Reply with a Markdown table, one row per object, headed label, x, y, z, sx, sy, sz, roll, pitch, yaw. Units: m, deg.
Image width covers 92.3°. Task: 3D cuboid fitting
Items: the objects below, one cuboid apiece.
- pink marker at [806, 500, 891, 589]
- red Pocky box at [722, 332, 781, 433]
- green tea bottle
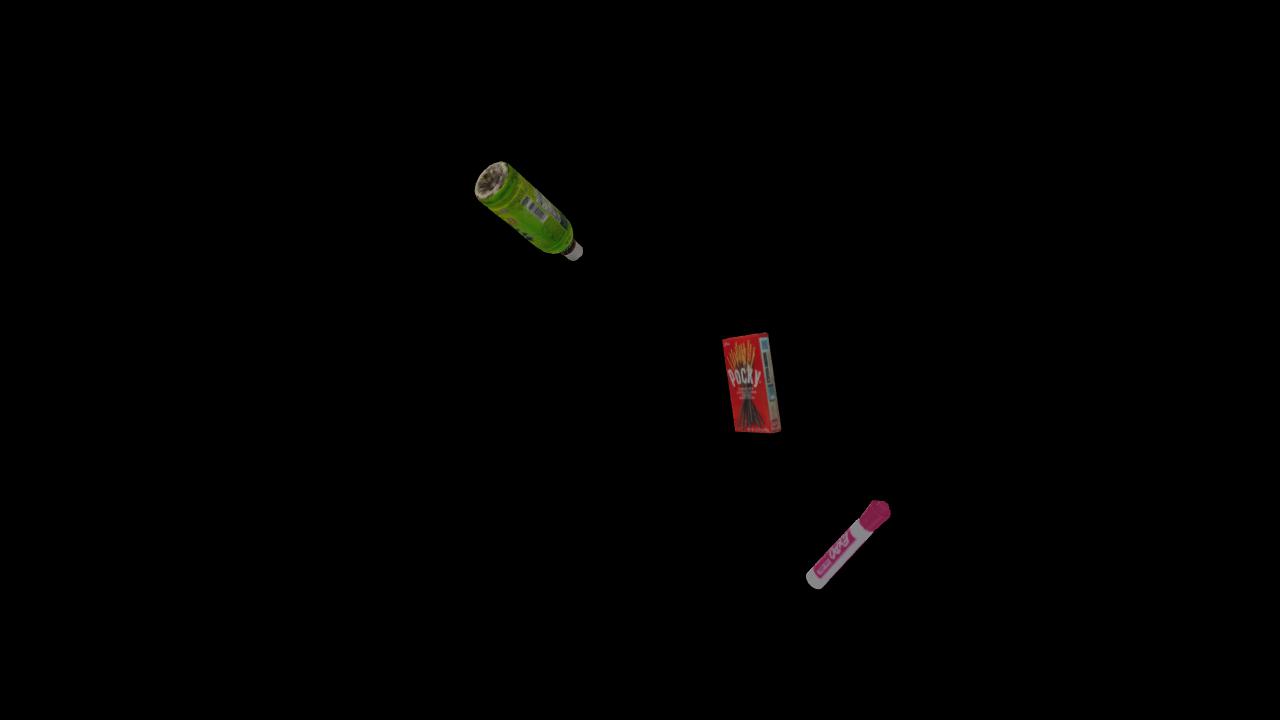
| label | x | y | z | sx | sy | sz | roll | pitch | yaw |
| --- | --- | --- | --- | --- | --- | --- | --- | --- | --- |
| pink marker | 0.188 | 0.168 | 0.558 | 0.020 | 0.121 | 0.020 | 16 | 36 | -12 |
| red Pocky box | 0.175 | 0.038 | 0.970 | 0.028 | 0.155 | 0.083 | -9 | 1 | -34 |
| green tea bottle | -0.163 | -0.222 | 0.971 | 0.073 | 0.073 | 0.212 | 0 | -24 | 35 |
